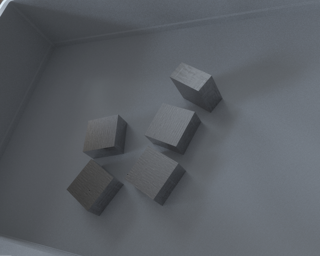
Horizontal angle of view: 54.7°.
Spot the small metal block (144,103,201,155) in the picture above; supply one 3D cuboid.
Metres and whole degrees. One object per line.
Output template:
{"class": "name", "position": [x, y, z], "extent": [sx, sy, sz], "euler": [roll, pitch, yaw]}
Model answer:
{"class": "small metal block", "position": [0.017, 0.000, 0.396], "extent": [0.050, 0.025, 0.050], "euler": [19, 71, 35]}

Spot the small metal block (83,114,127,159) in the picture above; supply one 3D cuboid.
{"class": "small metal block", "position": [-0.077, 0.013, 0.437], "extent": [0.050, 0.025, 0.050], "euler": [-11, 57, 22]}

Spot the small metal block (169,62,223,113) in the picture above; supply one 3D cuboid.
{"class": "small metal block", "position": [0.047, -0.052, 0.396], "extent": [0.050, 0.050, 0.025], "euler": [34, 81, 38]}

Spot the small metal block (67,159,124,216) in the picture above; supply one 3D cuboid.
{"class": "small metal block", "position": [-0.084, 0.076, 0.401], "extent": [0.050, 0.025, 0.050], "euler": [31, 78, 37]}

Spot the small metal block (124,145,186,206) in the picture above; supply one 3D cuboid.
{"class": "small metal block", "position": [-0.006, 0.057, 0.373], "extent": [0.050, 0.025, 0.050], "euler": [28, 77, 37]}
